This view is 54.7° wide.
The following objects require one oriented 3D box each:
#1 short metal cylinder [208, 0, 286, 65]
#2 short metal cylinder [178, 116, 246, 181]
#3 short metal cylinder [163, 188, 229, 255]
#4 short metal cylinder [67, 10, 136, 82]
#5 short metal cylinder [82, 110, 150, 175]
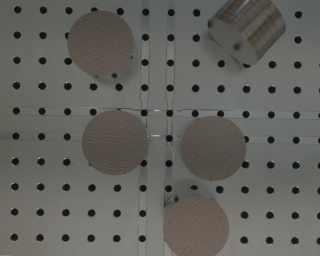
[{"bbox_3d":[0.107,-0.125,0.386,0.080,0.080,0.050,42,90,0],"label":"short metal cylinder"},{"bbox_3d":[0.065,0.025,0.401,0.081,0.050,0.079,0,90,0],"label":"short metal cylinder"},{"bbox_3d":[0.044,0.122,0.401,0.081,0.050,0.079,0,90,0],"label":"short metal cylinder"},{"bbox_3d":[-0.072,-0.103,0.400,0.081,0.050,0.079,0,90,0],"label":"short metal cylinder"},{"bbox_3d":[-0.054,0.017,0.400,0.081,0.050,0.079,0,90,0],"label":"short metal cylinder"}]
